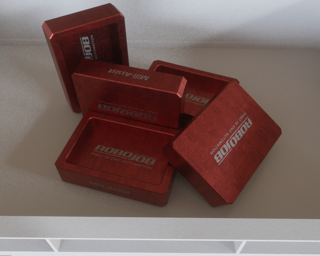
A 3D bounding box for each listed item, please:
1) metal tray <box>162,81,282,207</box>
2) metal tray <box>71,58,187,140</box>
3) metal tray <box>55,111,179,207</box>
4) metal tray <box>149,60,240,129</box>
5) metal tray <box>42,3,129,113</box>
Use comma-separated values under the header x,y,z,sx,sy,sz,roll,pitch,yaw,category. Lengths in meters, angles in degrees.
x,y,z,sx,sy,sz,roll,pitch,yaw,category
0.076,0.015,0.362,0.090,0.030,0.131,47,60,-1,metal tray
-0.036,-0.032,0.386,0.131,0.089,0.030,12,51,9,metal tray
-0.044,0.033,0.370,0.131,0.030,0.090,12,51,10,metal tray
0.037,-0.045,0.438,0.130,0.030,0.090,16,52,13,metal tray
-0.088,-0.086,0.405,0.091,0.129,0.030,-24,55,-19,metal tray
